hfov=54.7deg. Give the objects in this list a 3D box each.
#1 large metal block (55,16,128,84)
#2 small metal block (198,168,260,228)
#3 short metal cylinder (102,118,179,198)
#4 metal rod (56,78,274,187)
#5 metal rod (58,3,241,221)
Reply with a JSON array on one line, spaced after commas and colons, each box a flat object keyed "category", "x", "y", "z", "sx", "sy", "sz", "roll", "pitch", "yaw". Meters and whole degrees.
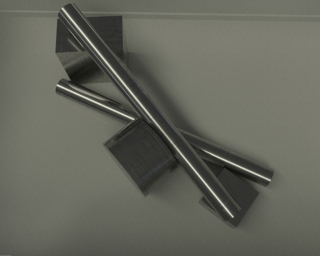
[{"category": "large metal block", "x": -0.086, "y": -0.102, "z": 0.416, "sx": 0.081, "sy": 0.080, "sz": 0.050, "roll": -3, "pitch": 70, "yaw": -2}, {"category": "small metal block", "x": 0.083, "y": 0.085, "z": 0.378, "sx": 0.050, "sy": 0.025, "sz": 0.050, "roll": 36, "pitch": 74, "yaw": 12}, {"category": "short metal cylinder", "x": -0.023, "y": 0.034, "z": 0.365, "sx": 0.050, "sy": 0.080, "sz": 0.080, "roll": -38, "pitch": 75, "yaw": -13}, {"category": "metal rod", "x": 0.000, "y": 0.003, "z": 0.407, "sx": 0.301, "sy": 0.025, "sz": 0.025, "roll": 24, "pitch": 72, "yaw": 8}, {"category": "metal rod", "x": -0.014, "y": -0.020, "z": 0.354, "sx": 0.025, "sy": 0.025, "sz": 0.300, "roll": -39, "pitch": 87, "yaw": -13}]
